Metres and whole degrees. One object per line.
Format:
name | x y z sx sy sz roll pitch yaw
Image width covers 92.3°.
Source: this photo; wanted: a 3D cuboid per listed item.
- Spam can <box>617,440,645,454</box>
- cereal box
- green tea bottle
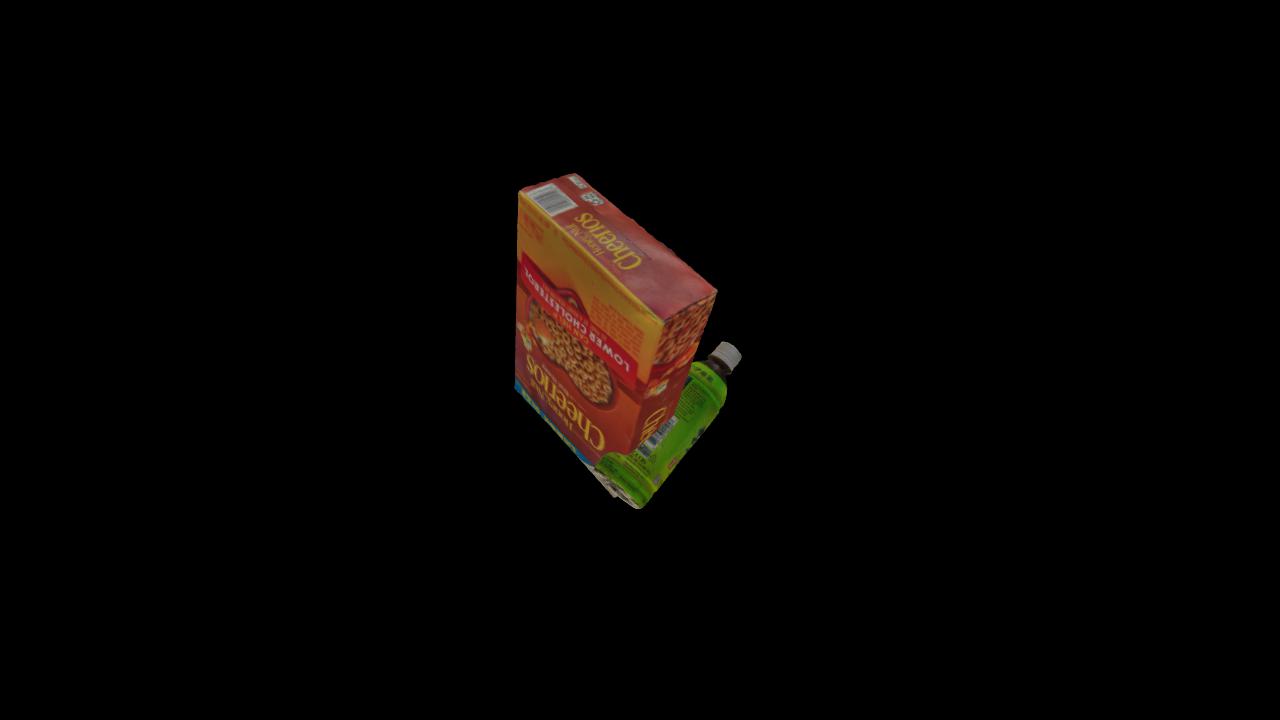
Spam can | 0.005 -0.051 0.703 0.085 0.058 0.101 -34 27 -4
cereal box | -0.047 -0.010 0.654 0.081 0.203 0.306 -30 -28 -32
green tea bottle | 0.040 0.064 0.687 0.073 0.212 0.073 39 -14 12
